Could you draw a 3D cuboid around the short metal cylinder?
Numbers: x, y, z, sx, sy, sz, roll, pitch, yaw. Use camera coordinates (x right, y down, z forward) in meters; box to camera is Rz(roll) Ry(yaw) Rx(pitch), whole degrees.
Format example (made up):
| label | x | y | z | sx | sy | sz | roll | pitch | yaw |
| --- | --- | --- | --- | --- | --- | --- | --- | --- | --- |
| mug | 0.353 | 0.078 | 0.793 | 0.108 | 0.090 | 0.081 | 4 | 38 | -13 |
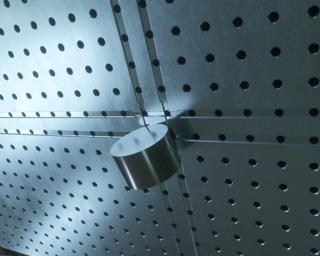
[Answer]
| label | x | y | z | sx | sy | sz | roll | pitch | yaw |
| --- | --- | --- | --- | --- | --- | --- | --- | --- | --- |
| short metal cylinder | -0.018 | 0.036 | 0.408 | 0.080 | 0.080 | 0.050 | -10 | 113 | 32 |
